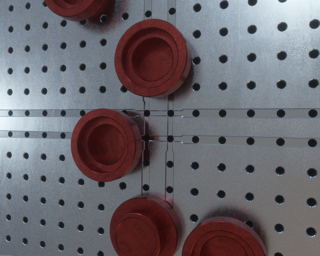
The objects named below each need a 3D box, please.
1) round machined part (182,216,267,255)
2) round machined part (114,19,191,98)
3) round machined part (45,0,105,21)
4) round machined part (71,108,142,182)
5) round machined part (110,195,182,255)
[{"bbox_3d":[0.079,0.156,0.376,0.098,0.042,0.097,0,90,20],"label":"round machined part"},{"bbox_3d":[-0.006,-0.087,0.406,0.098,0.042,0.097,0,90,20],"label":"round machined part"},{"bbox_3d":[-0.115,-0.202,0.445,0.098,0.042,0.097,0,90,20],"label":"round machined part"},{"bbox_3d":[-0.069,0.023,0.429,0.098,0.042,0.097,0,90,20],"label":"round machined part"},{"bbox_3d":[-0.024,0.142,0.413,0.098,0.042,0.097,0,90,20],"label":"round machined part"}]
